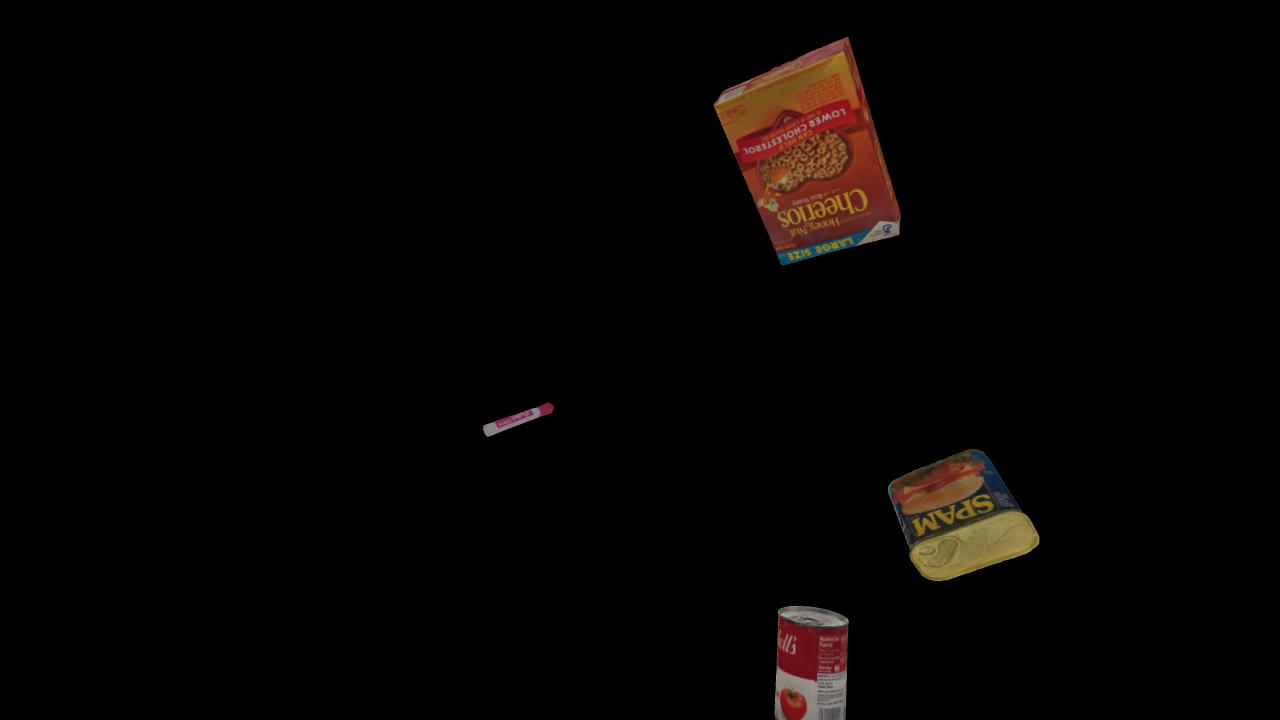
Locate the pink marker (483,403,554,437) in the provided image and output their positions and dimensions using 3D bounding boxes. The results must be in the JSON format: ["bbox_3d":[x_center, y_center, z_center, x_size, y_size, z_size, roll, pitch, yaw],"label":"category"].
[{"bbox_3d":[-0.186,0.091,0.958,0.121,0.020,0.020,-19,12,-39],"label":"pink marker"}]

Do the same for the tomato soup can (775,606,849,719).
[{"bbox_3d":[0.165,0.298,0.593,0.068,0.101,0.068,3,-7,0],"label":"tomato soup can"}]

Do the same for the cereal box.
[{"bbox_3d":[0.273,-0.312,0.977,0.203,0.306,0.081,-10,36,32],"label":"cereal box"}]

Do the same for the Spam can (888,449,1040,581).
[{"bbox_3d":[0.289,0.140,0.562,0.101,0.058,0.085,-28,25,21],"label":"Spam can"}]
